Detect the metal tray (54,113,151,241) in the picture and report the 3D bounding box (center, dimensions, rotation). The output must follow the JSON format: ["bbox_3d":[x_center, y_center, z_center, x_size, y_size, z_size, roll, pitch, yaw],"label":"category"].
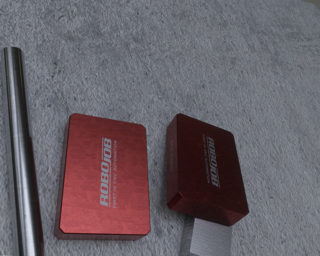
[{"bbox_3d":[-0.060,0.052,0.337,0.091,0.030,0.130,10,57,-23],"label":"metal tray"}]

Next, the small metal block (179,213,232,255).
[{"bbox_3d":[0.054,0.127,0.357,0.050,0.025,0.050,25,53,-13],"label":"small metal block"}]

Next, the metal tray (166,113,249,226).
[{"bbox_3d":[0.055,0.047,0.386,0.091,0.030,0.130,20,42,-17],"label":"metal tray"}]

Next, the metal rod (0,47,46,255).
[{"bbox_3d":[-0.135,0.044,0.304,0.025,0.025,0.299,-2,63,-30],"label":"metal rod"}]
